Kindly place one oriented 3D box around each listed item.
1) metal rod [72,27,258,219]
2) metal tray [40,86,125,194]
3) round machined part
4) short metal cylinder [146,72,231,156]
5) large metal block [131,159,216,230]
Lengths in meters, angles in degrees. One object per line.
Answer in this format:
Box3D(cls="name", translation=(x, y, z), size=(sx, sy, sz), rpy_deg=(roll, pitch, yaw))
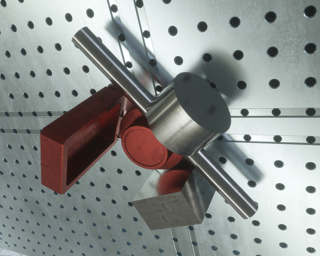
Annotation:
Box3D(cls="metal rod", translation=(0.009, -0.003, 0.376), size=(0.300, 0.025, 0.025), rpy_deg=(46, 129, -5))
Box3D(cls="metal tray", translation=(-0.096, 0.012, 0.400), size=(0.030, 0.131, 0.089), rpy_deg=(25, 127, 13))
Box3D(cls="round machined part", translation=(-0.012, 0.017, 0.415), size=(0.098, 0.042, 0.097), rpy_deg=(13, 124, 20))
Box3D(cls="short metal cylinder", translation=(0.032, -0.015, 0.347), size=(0.080, 0.080, 0.050), rpy_deg=(45, 129, -3))
Box3D(cls="large metal block", translation=(0.023, 0.086, 0.415), size=(0.080, 0.080, 0.050), rpy_deg=(-21, 108, 35))
